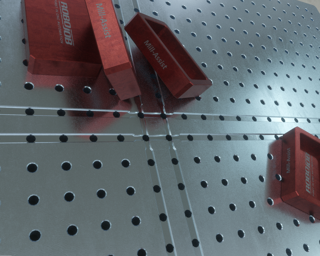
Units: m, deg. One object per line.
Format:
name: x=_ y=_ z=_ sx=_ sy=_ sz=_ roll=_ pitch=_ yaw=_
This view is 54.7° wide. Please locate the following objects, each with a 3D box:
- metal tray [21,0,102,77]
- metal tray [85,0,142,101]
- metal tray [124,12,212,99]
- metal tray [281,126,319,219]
metal tray: x=-0.132 y=-0.131 z=0.415 sx=0.091 sy=0.030 sz=0.130 roll=-2 pitch=63 yaw=-29
metal tray: x=-0.060 y=-0.110 z=0.393 sx=0.030 sy=0.090 sz=0.129 roll=-17 pitch=74 yaw=0
metal tray: x=0.015 y=-0.104 z=0.454 sx=0.130 sy=0.030 sz=0.090 roll=55 pitch=26 yaw=10
metal tray: x=0.241 y=0.071 z=0.494 sx=0.090 sy=0.030 sz=0.130 roll=27 pitch=52 yaw=-11
